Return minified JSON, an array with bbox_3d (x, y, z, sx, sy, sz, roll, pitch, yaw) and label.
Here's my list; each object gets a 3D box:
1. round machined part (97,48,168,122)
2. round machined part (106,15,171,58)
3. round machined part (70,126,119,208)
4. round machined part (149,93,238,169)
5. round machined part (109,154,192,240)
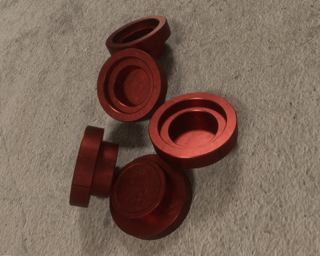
[{"bbox_3d":[-0.034,-0.056,0.427,0.098,0.042,0.097,0,90,24],"label":"round machined part"},{"bbox_3d":[-0.029,-0.130,0.474,0.098,0.042,0.098,-16,37,12],"label":"round machined part"},{"bbox_3d":[-0.077,0.048,0.379,0.042,0.098,0.098,12,61,-9],"label":"round machined part"},{"bbox_3d":[0.040,0.007,0.357,0.098,0.042,0.098,-9,46,9],"label":"round machined part"},{"bbox_3d":[-0.017,0.074,0.355,0.098,0.042,0.098,-13,56,20],"label":"round machined part"}]
